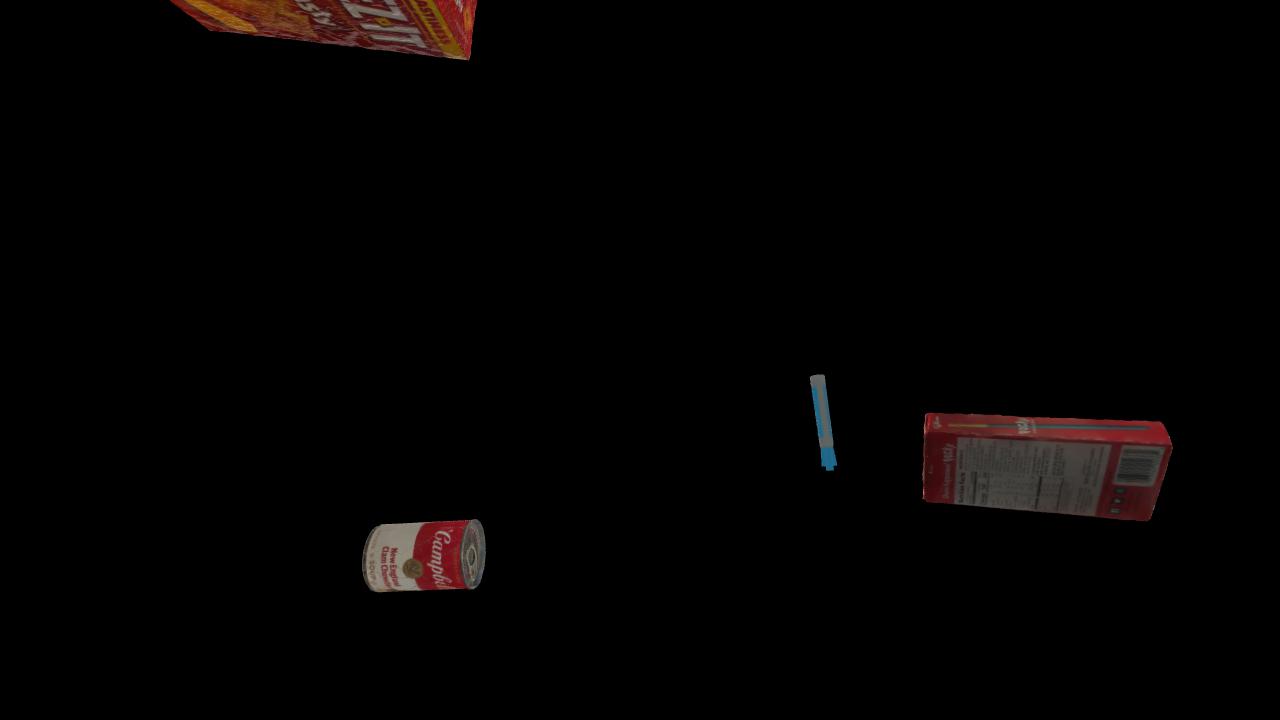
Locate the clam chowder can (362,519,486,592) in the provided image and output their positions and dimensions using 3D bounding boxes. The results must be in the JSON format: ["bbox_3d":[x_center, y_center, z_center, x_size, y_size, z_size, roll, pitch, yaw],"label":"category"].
[{"bbox_3d":[-0.216,0.198,0.622,0.102,0.068,0.068,-4,0,4],"label":"clam chowder can"}]

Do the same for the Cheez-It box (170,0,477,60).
[{"bbox_3d":[-0.243,-0.287,0.420,0.223,0.071,0.166,7,0,2],"label":"Cheez-It box"}]

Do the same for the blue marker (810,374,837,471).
[{"bbox_3d":[0.232,0.079,0.778,0.020,0.121,0.020,-4,-14,-1],"label":"blue marker"}]

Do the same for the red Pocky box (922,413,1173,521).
[{"bbox_3d":[0.304,0.081,0.475,0.155,0.083,0.028,1,38,24],"label":"red Pocky box"}]
